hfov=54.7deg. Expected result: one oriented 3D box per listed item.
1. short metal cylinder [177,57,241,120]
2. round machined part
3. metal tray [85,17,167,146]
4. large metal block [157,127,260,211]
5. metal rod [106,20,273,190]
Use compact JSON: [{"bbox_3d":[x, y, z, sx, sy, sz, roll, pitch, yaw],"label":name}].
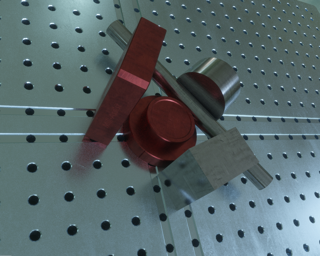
[{"bbox_3d":[0.067,-0.054,0.442,0.080,0.080,0.050,45,51,2],"label":"short metal cylinder"},{"bbox_3d":[0.006,-0.002,0.403,0.099,0.042,0.098,14,56,-21],"label":"round machined part"},{"bbox_3d":[-0.041,-0.047,0.349,0.030,0.129,0.090,25,53,-14],"label":"metal tray"},{"bbox_3d":[0.057,0.049,0.375,0.081,0.080,0.050,-21,73,-36],"label":"large metal block"},{"bbox_3d":[0.038,-0.033,0.423,0.300,0.025,0.025,46,51,4],"label":"metal rod"}]
